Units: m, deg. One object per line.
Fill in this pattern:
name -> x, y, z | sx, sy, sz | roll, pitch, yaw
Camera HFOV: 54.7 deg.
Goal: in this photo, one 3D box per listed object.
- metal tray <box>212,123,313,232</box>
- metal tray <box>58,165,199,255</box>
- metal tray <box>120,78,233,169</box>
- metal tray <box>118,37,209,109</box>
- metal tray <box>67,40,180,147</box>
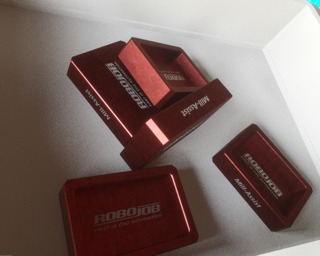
metal tray -> 0.147, 0.067, 0.440 | 0.091, 0.030, 0.130 | -34, 81, -38
metal tray -> -0.031, 0.093, 0.328 | 0.131, 0.030, 0.090 | -4, 64, -30
metal tray -> 0.021, -0.004, 0.377 | 0.131, 0.090, 0.030 | -33, 81, -38
metal tray -> 0.014, -0.073, 0.421 | 0.090, 0.030, 0.131 | 54, 30, 14
metal tray -> -0.046, -0.048, 0.407 | 0.091, 0.030, 0.130 | -33, 80, -38
